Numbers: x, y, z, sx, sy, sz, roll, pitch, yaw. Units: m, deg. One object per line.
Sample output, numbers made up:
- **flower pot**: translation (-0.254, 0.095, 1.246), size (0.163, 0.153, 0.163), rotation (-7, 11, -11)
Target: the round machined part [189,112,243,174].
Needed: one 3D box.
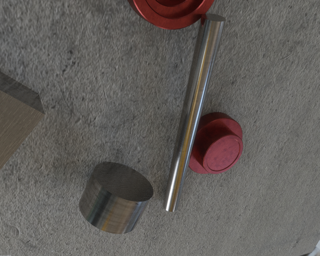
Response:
- **round machined part**: translation (0.083, 0.029, 0.459), size (0.099, 0.042, 0.097), rotation (-14, 124, -21)

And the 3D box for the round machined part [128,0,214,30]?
- **round machined part**: translation (0.008, -0.152, 0.307), size (0.099, 0.042, 0.097), rotation (-14, 124, -21)

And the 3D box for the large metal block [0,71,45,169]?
- **large metal block**: translation (-0.170, -0.012, 0.290), size (0.080, 0.050, 0.080), rotation (-49, 129, 6)

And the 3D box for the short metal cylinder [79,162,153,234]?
- **short metal cylinder**: translation (-0.055, 0.087, 0.395), size (0.081, 0.080, 0.050), rotation (15, 111, -34)

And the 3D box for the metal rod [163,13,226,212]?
- **metal rod**: translation (0.036, 0.005, 0.404), size (0.025, 0.025, 0.298), rotation (-10, 131, -23)
